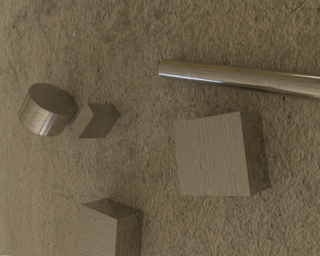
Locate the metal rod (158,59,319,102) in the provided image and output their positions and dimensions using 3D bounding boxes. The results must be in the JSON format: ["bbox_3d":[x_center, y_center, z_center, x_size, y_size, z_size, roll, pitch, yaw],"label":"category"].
[{"bbox_3d":[0.119,-0.045,0.306,0.300,0.025,0.025,16,100,38],"label":"metal rod"}]

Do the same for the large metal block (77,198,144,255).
[{"bbox_3d":[-0.073,0.155,0.449,0.080,0.050,0.079,7,94,39],"label":"large metal block"}]

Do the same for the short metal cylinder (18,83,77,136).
[{"bbox_3d":[-0.191,-0.032,0.526,0.080,0.081,0.050,52,121,27],"label":"short metal cylinder"}]

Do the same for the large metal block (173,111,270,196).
[{"bbox_3d":[0.065,0.029,0.335,0.080,0.050,0.080,-10,84,39],"label":"large metal block"}]

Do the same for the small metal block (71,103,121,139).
[{"bbox_3d":[-0.096,-0.010,0.468,0.050,0.050,0.025,-50,61,28],"label":"small metal block"}]
